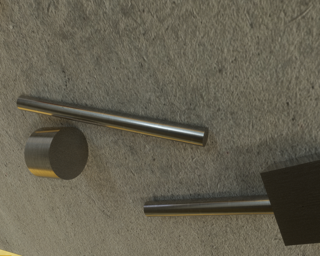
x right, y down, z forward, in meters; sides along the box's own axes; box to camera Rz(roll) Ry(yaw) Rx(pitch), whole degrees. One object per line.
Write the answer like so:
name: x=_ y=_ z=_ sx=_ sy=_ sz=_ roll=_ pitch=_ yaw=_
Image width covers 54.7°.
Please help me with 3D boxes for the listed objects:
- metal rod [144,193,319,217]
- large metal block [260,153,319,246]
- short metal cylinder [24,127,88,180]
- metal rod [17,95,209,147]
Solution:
metal rod: x=0.106 y=0.104 z=0.414 sx=0.300 sy=0.025 sz=0.025 roll=-12 pitch=113 yaw=32
large metal block: x=0.165 y=0.072 z=0.328 sx=0.080 sy=0.050 sz=0.080 roll=-21 pitch=85 yaw=32
short metal cylinder: x=-0.156 y=0.038 z=0.475 sx=0.050 sy=0.080 sz=0.080 roll=-1 pitch=118 yaw=28
metal rod: x=-0.081 y=-0.015 z=0.438 sx=0.301 sy=0.025 sz=0.025 roll=11 pitch=123 yaw=22
